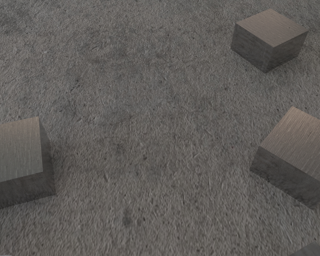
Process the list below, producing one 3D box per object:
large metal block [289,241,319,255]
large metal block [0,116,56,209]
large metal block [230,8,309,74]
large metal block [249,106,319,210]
[{"bbox_3d":[0.116,0.149,0.243,0.050,0.080,0.080,-20,53,-16],"label":"large metal block"},{"bbox_3d":[-0.170,0.040,0.352,0.081,0.050,0.080,-13,51,-11],"label":"large metal block"},{"bbox_3d":[0.178,-0.145,0.510,0.081,0.050,0.080,-28,56,-22],"label":"large metal block"},{"bbox_3d":[0.166,0.032,0.361,0.080,0.050,0.080,34,58,25],"label":"large metal block"}]
